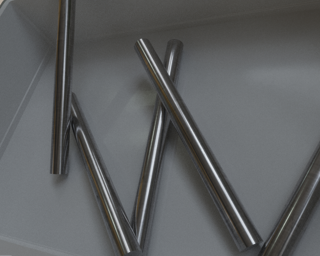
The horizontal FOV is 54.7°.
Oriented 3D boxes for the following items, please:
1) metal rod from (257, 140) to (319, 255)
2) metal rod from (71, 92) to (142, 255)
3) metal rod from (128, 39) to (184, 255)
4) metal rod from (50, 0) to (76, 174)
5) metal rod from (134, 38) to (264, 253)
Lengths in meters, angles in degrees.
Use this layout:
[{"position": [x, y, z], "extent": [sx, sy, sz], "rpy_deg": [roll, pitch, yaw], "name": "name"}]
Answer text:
[{"position": [0.171, 0.016, 0.305], "extent": [0.025, 0.025, 0.300], "rpy_deg": [25, 75, 36], "name": "metal rod"}, {"position": [-0.090, 0.039, 0.409], "extent": [0.025, 0.025, 0.300], "rpy_deg": [-37, 46, 3], "name": "metal rod"}, {"position": [-0.002, 0.006, 0.401], "extent": [0.025, 0.025, 0.299], "rpy_deg": [-3, 60, 26], "name": "metal rod"}, {"position": [-0.140, -0.084, 0.451], "extent": [0.025, 0.025, 0.298], "rpy_deg": [0, 86, 28], "name": "metal rod"}, {"position": [0.030, -0.003, 0.369], "extent": [0.025, 0.025, 0.299], "rpy_deg": [-31, 59, 8], "name": "metal rod"}]
